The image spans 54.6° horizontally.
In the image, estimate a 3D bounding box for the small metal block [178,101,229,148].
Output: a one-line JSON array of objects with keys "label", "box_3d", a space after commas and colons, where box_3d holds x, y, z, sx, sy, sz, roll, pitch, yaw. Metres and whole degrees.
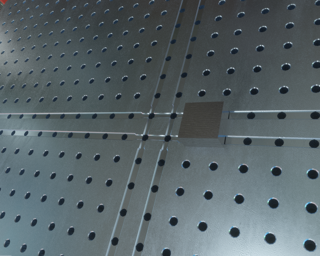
[{"label": "small metal block", "box_3d": [0.054, -0.004, 0.383, 0.050, 0.025, 0.050, 0, 62, 28]}]
